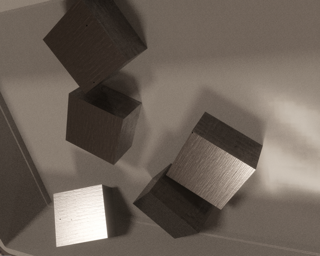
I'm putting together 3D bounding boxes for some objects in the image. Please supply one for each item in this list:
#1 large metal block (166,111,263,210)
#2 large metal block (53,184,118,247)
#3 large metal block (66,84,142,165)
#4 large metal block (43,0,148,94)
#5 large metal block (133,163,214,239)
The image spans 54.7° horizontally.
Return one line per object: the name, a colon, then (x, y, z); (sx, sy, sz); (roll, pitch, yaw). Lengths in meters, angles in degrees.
large metal block: (0.066, 0.040, 0.382); (0.080, 0.050, 0.079); (32, 128, 7)
large metal block: (-0.119, 0.140, 0.497); (0.080, 0.050, 0.080); (-12, 72, 6)
large metal block: (-0.079, -0.008, 0.427); (0.080, 0.050, 0.079); (25, 127, 12)
large metal block: (-0.077, -0.100, 0.369); (0.080, 0.050, 0.080); (-28, 103, 37)
large metal block: (0.018, 0.104, 0.431); (0.080, 0.050, 0.080); (40, 149, 0)
